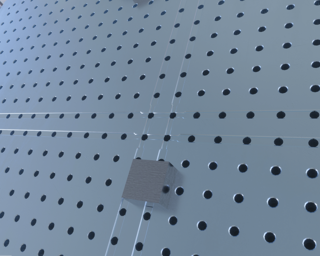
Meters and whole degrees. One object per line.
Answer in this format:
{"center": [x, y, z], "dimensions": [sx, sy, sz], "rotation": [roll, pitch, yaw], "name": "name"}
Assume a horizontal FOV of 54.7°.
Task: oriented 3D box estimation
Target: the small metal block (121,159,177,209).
{"center": [-0.012, 0.067, 0.374], "dimensions": [0.050, 0.025, 0.050], "rotation": [1, 62, 28], "name": "small metal block"}
